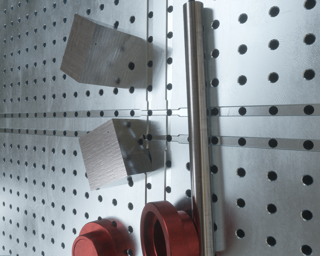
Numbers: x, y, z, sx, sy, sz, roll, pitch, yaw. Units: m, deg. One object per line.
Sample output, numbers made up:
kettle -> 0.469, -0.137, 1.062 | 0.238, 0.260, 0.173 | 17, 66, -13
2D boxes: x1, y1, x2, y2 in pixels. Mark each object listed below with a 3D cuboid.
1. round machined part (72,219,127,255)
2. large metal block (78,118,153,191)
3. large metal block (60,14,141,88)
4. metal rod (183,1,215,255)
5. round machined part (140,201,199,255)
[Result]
round machined part -> -0.100, 0.196, 0.481 | 0.098, 0.042, 0.097 | 0, 90, 40
large metal block -> -0.065, 0.039, 0.447 | 0.080, 0.050, 0.080 | -27, 73, 36
large metal block -> -0.085, -0.107, 0.444 | 0.050, 0.081, 0.079 | 34, 111, 34
metal rod -> 0.046, 0.000, 0.371 | 0.025, 0.025, 0.298 | -4, 87, 40
round machined part -> 0.012, 0.136, 0.372 | 0.098, 0.042, 0.097 | 179, 90, -67
